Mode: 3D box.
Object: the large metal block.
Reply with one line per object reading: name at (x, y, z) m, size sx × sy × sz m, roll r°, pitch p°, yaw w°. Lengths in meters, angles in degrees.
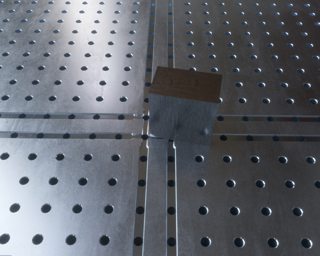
large metal block at (0.031, -0.027, 0.395) m, size 0.080 × 0.080 × 0.050 m, roll 9°, pitch 51°, yaw 8°
